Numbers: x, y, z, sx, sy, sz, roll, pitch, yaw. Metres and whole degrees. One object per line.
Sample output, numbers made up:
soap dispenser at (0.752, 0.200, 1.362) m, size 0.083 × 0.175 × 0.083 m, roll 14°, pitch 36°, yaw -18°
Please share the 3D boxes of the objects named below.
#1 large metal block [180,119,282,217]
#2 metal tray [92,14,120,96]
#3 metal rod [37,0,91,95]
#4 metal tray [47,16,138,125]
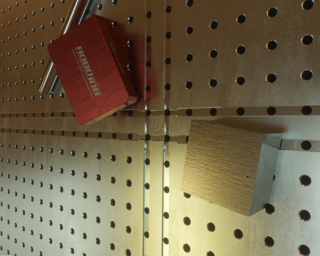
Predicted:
large metal block at (0.075, 0.037, 0.330) m, size 0.080 × 0.050 × 0.079 m, roll 13°, pitch 99°, yaw 39°
metal tray at (-0.103, -0.098, 0.488) m, size 0.090 × 0.030 × 0.129 m, roll -25°, pitch 75°, yaw 37°
metal rod at (-0.146, -0.186, 0.526) m, size 0.025 × 0.025 × 0.298 m, roll 47°, pitch 117°, yaw 29°
metal tray at (-0.099, -0.080, 0.449) m, size 0.090 × 0.030 × 0.129 m, roll -25°, pitch 86°, yaw 20°
